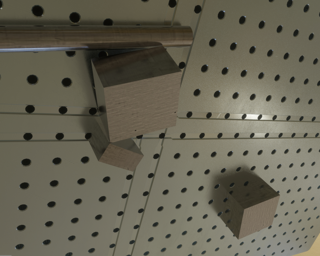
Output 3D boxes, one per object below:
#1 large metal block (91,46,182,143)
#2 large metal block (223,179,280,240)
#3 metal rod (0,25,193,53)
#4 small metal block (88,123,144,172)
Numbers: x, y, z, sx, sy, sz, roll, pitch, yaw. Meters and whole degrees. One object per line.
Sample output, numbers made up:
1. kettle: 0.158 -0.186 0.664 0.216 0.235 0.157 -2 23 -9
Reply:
1. large metal block: -0.026 -0.037 0.344 0.081 0.050 0.079 -15 139 -17
2. large metal block: 0.171 0.152 0.586 0.081 0.050 0.079 -14 124 -21
3. metal rod: -0.104 -0.087 0.301 0.303 0.025 0.025 -8 122 -25
4. small metal block: -0.055 0.023 0.381 0.050 0.050 0.025 24 106 -37
